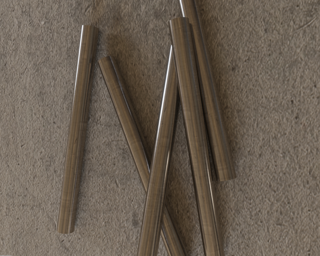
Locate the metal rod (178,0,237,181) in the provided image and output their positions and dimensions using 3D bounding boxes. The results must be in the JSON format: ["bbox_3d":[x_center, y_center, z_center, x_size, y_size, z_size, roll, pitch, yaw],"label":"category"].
[{"bbox_3d":[0.052,-0.083,0.390,0.025,0.025,0.298,-13,86,19],"label":"metal rod"}]

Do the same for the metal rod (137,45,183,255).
[{"bbox_3d":[0.002,0.043,0.388,0.025,0.025,0.298,7,85,20],"label":"metal rod"}]

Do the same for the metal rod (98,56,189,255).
[{"bbox_3d":[-0.023,0.043,0.416,0.025,0.025,0.299,-23,82,18],"label":"metal rod"}]

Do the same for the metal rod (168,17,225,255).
[{"bbox_3d":[0.045,0.018,0.378,0.025,0.025,0.298,-8,93,20],"label":"metal rod"}]

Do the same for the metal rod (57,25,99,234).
[{"bbox_3d":[-0.120,0.004,0.451,0.025,0.025,0.298,9,93,20],"label":"metal rod"}]
